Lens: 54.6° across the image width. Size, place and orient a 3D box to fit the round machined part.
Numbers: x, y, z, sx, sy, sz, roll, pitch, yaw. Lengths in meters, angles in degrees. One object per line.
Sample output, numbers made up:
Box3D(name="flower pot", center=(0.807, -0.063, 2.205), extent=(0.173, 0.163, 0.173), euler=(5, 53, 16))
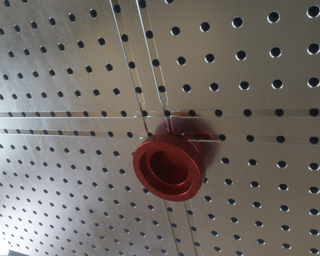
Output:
Box3D(name="round machined part", center=(0.016, 0.049, 0.423), extent=(0.098, 0.042, 0.097), euler=(13, 124, 21))
